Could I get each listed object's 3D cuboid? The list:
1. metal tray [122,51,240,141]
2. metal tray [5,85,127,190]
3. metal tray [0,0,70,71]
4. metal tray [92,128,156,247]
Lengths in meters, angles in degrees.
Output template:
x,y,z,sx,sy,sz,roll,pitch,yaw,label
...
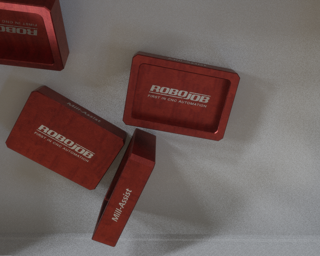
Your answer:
x,y,z,sx,sy,sz,roll,pitch,yaw,label
0.025,-0.040,0.393,0.131,0.030,0.089,10,110,-4,metal tray
-0.123,0.015,0.413,0.130,0.030,0.090,31,107,-11,metal tray
-0.175,-0.111,0.340,0.131,0.030,0.090,6,146,-3,metal tray
-0.045,0.075,0.403,0.030,0.090,0.129,23,108,-8,metal tray
